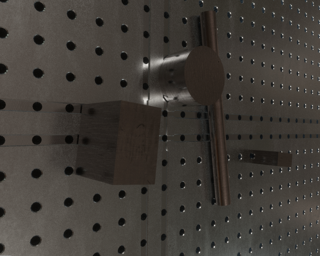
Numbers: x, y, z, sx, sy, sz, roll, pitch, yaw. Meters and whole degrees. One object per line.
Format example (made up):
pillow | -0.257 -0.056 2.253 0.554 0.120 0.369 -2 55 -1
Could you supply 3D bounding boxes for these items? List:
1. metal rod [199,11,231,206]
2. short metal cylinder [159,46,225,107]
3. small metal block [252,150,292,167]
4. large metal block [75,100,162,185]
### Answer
metal rod | 0.087 -0.027 0.484 0.025 0.025 0.298 -10 96 -40
short metal cylinder | 0.045 -0.070 0.433 0.081 0.050 0.079 0 90 -40
small metal block | 0.207 0.056 0.570 0.050 0.050 0.025 10 84 -40
large metal block | -0.047 0.016 0.336 0.050 0.080 0.080 8 85 -40
